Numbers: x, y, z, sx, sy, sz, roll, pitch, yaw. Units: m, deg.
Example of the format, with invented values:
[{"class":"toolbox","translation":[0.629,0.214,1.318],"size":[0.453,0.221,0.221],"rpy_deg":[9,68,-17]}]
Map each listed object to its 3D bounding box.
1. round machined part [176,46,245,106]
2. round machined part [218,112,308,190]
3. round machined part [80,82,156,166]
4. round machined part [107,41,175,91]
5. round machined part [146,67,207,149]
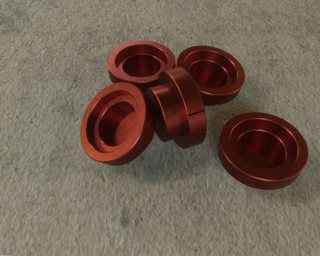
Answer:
[{"class":"round machined part","translation":[0.068,-0.070,0.445],"size":[0.099,0.042,0.098],"rpy_deg":[6,54,-7]},{"class":"round machined part","translation":[0.118,0.031,0.368],"size":[0.099,0.042,0.098],"rpy_deg":[0,50,0]},{"class":"round machined part","translation":[-0.045,-0.002,0.373],"size":[0.098,0.042,0.098],"rpy_deg":[-12,66,29]},{"class":"round machined part","translation":[-0.027,-0.085,0.463],"size":[0.099,0.042,0.098],"rpy_deg":[0,50,0]},{"class":"round machined part","translation":[0.014,-0.021,0.374],"size":[0.042,0.097,0.098],"rpy_deg":[-17,52,-15]}]
